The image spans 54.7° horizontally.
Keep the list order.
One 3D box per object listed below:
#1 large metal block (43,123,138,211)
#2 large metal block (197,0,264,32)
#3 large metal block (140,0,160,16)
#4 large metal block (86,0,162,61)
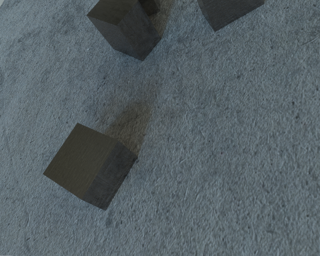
[{"bbox_3d":[-0.090,0.049,0.405,0.080,0.050,0.080,20,72,35],"label":"large metal block"},{"bbox_3d":[0.093,-0.200,0.442,0.080,0.080,0.050,-28,52,10],"label":"large metal block"},{"bbox_3d":[-0.048,-0.241,0.561,0.080,0.050,0.080,-15,55,19],"label":"large metal block"},{"bbox_3d":[-0.057,-0.162,0.498,0.080,0.080,0.050,31,79,38],"label":"large metal block"}]
